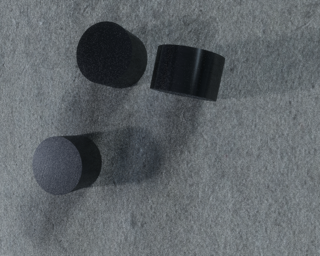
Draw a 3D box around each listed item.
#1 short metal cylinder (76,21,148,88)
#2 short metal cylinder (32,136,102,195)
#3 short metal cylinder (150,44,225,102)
[{"bbox_3d":[-0.064,-0.096,0.417,0.080,0.050,0.079,0,90,19],"label":"short metal cylinder"},{"bbox_3d":[-0.131,0.051,0.440,0.080,0.050,0.079,0,90,19],"label":"short metal cylinder"},{"bbox_3d":[0.032,-0.064,0.368,0.080,0.080,0.050,13,95,19],"label":"short metal cylinder"}]
